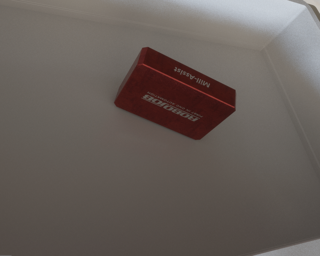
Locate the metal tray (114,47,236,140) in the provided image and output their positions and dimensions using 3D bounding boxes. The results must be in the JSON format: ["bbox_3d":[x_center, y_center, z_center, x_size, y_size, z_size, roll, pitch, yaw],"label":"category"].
[{"bbox_3d":[0.018,-0.038,0.394,0.131,0.090,0.030,23,53,-16],"label":"metal tray"}]
